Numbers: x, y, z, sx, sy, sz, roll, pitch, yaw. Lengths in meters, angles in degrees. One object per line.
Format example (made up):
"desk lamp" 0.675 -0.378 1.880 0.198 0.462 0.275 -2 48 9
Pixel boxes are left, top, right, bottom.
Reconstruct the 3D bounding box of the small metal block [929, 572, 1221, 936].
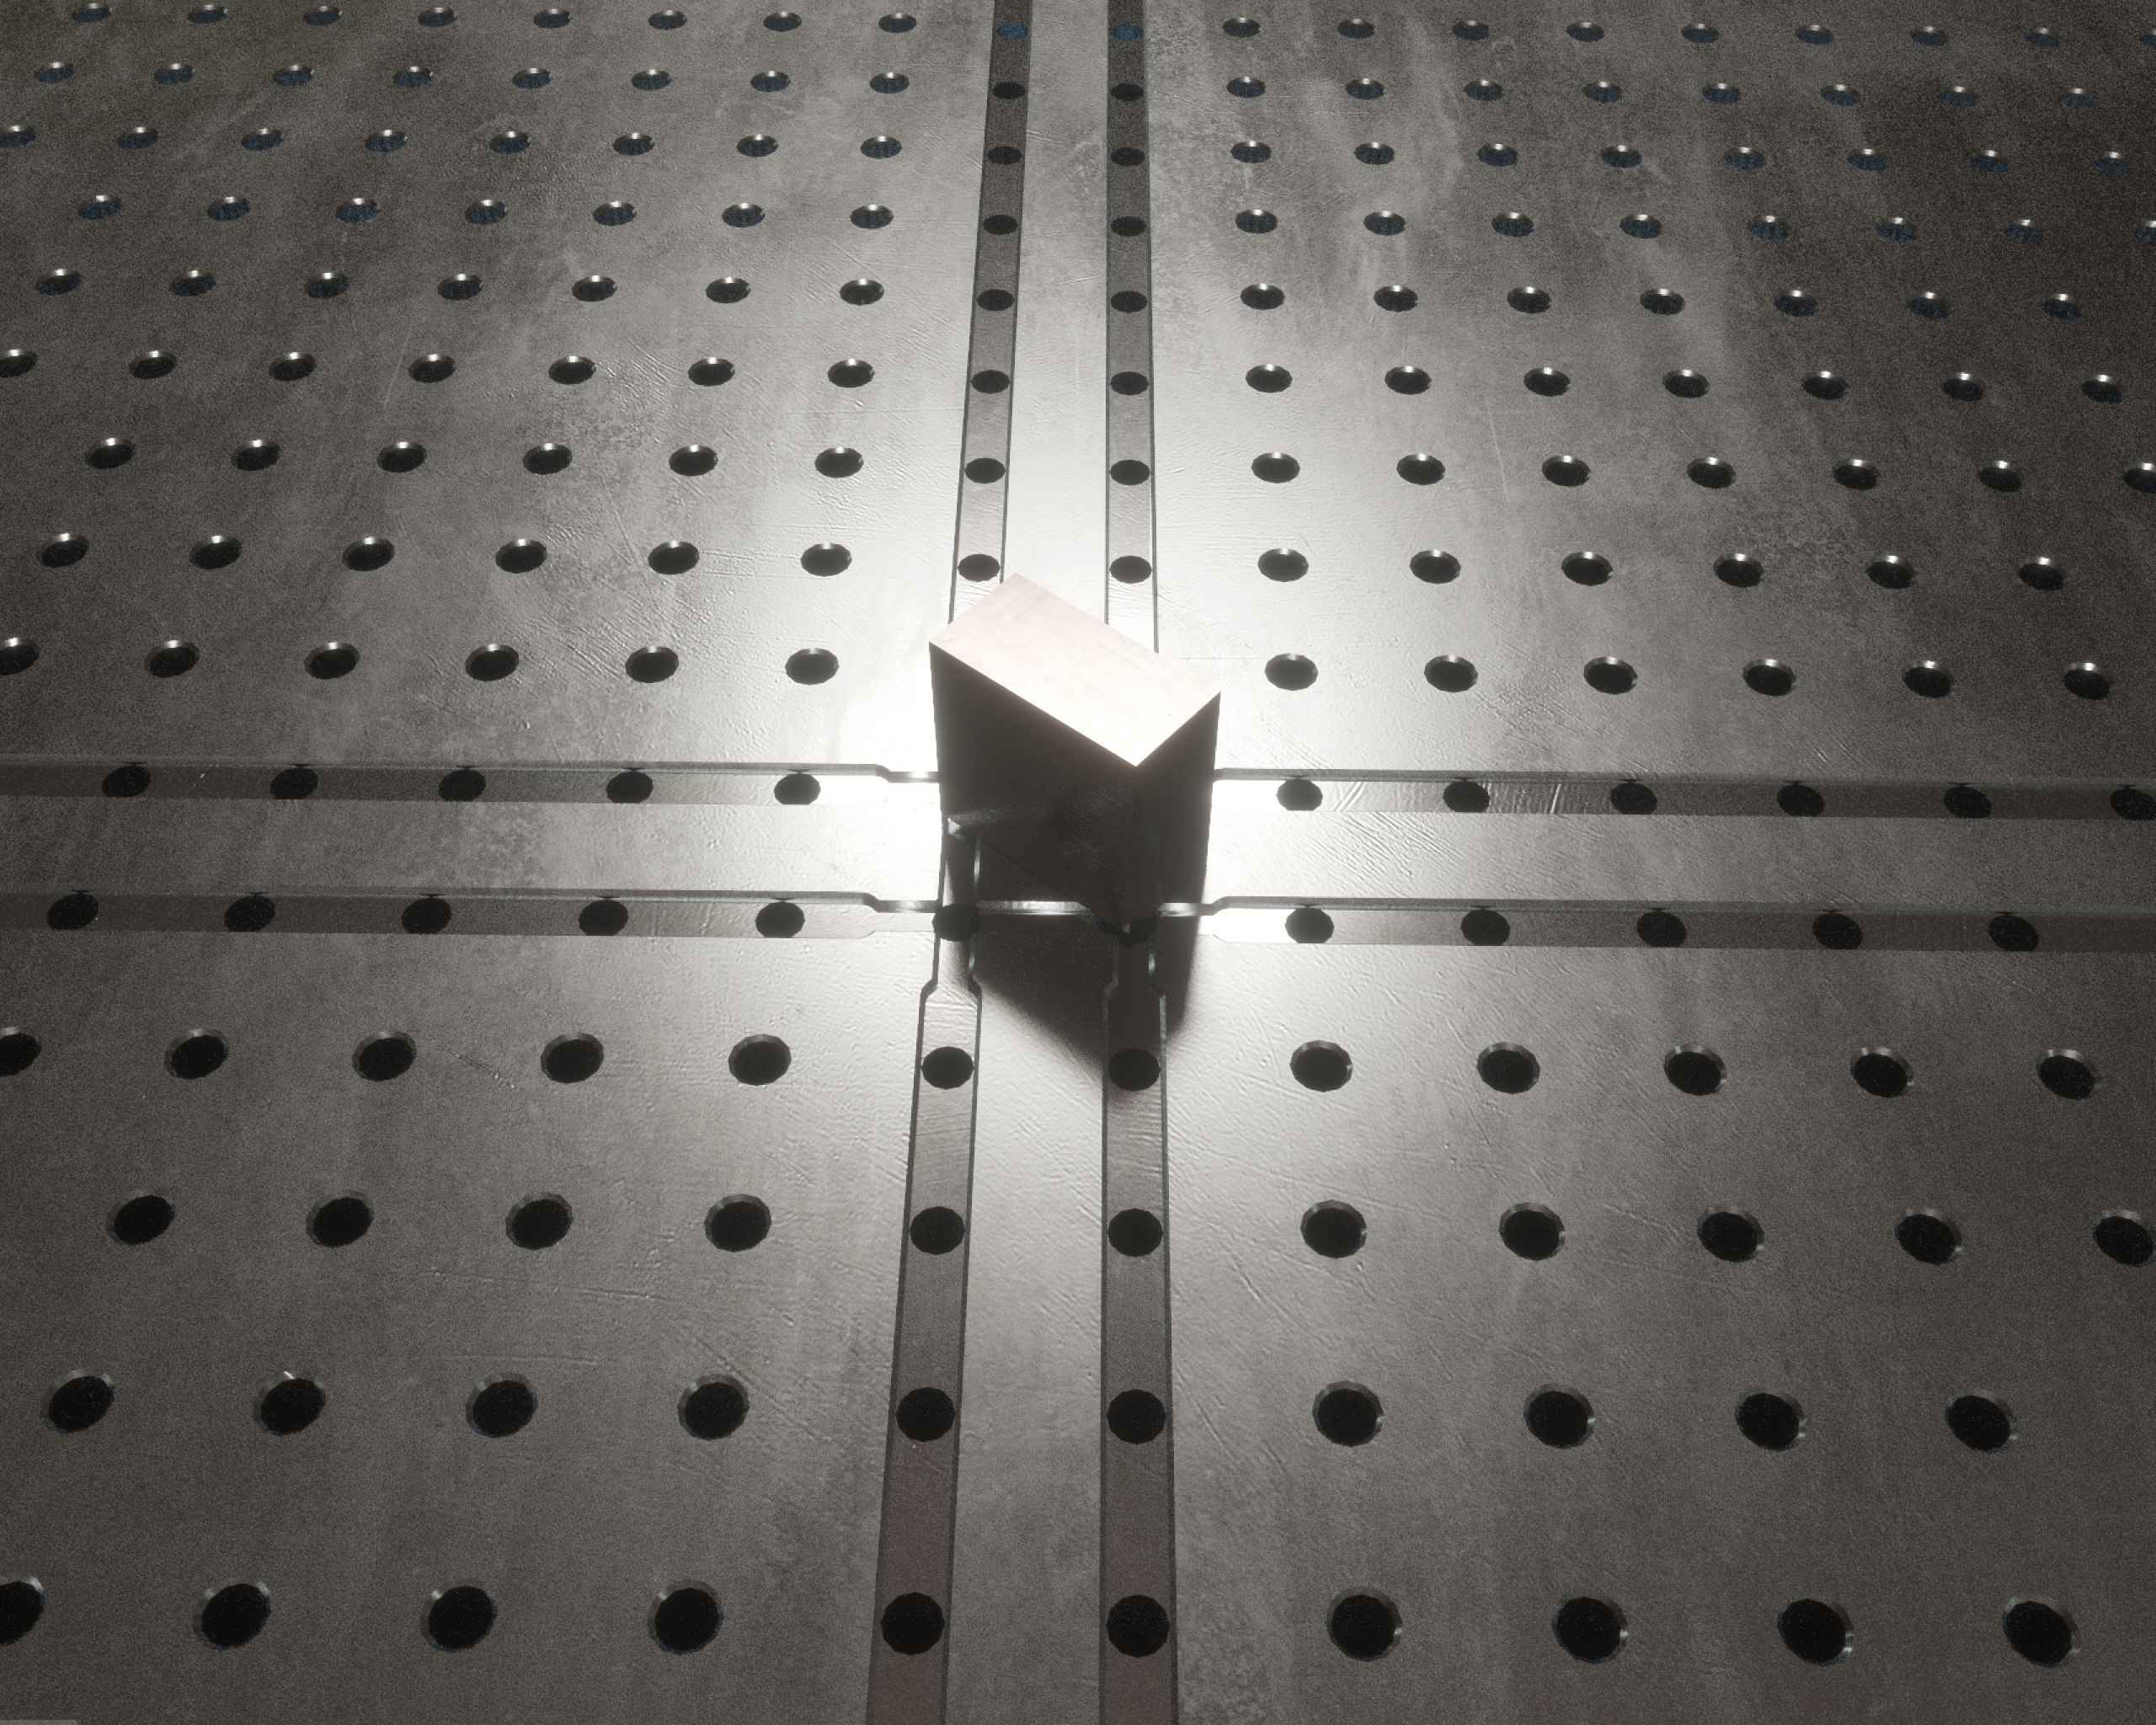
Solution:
"small metal block" -0.001 -0.021 0.409 0.050 0.050 0.025 33 57 24
